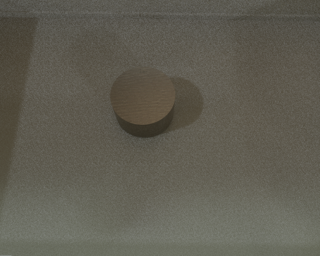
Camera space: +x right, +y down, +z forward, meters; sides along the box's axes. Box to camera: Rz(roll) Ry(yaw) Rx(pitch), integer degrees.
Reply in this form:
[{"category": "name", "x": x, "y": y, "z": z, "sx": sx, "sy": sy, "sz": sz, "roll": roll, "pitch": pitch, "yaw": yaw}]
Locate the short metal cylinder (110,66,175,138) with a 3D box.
[{"category": "short metal cylinder", "x": -0.021, "y": -0.033, "z": 0.406, "sx": 0.080, "sy": 0.050, "sz": 0.080, "roll": 0, "pitch": 70, "yaw": 0}]
